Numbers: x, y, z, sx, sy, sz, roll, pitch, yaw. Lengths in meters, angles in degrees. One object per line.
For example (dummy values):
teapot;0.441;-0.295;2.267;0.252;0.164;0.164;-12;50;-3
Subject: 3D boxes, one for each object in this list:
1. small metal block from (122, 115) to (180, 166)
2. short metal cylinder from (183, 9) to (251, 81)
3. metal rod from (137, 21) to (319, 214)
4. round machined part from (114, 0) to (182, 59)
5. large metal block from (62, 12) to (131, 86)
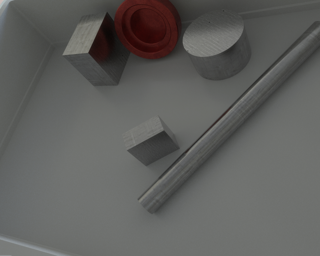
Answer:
small metal block;-0.010;0.017;0.384;0.050;0.050;0.025;-29;52;10
short metal cylinder;0.077;-0.111;0.417;0.080;0.050;0.080;-13;56;20
metal rod;0.089;-0.015;0.367;0.300;0.025;0.025;-45;51;-3
round machined part;-0.015;-0.157;0.465;0.098;0.098;0.042;-4;41;26
large metal block;-0.096;-0.123;0.494;0.050;0.080;0.080;3;63;29
